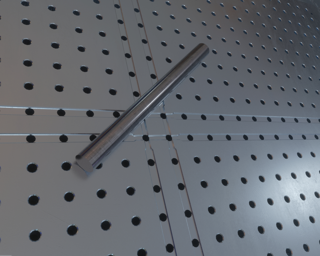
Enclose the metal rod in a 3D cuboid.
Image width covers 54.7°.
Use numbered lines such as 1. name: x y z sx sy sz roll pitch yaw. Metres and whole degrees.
1. metal rod: -0.005 -0.047 0.435 0.025 0.025 0.301 42 51 0
